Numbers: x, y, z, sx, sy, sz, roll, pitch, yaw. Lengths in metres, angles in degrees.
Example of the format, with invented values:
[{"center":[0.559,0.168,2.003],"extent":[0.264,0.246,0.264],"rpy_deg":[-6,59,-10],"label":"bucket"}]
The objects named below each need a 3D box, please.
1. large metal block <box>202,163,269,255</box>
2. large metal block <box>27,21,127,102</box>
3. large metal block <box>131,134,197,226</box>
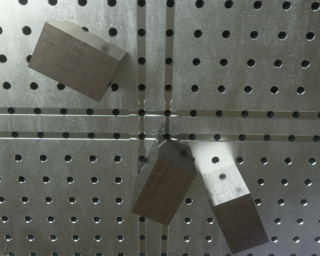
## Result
[{"center":[0.101,0.108,0.425],"extent":[0.050,0.080,0.080],"rpy_deg":[-23,109,8],"label":"large metal block"},{"center":[-0.088,-0.079,0.354],"extent":[0.080,0.080,0.050],"rpy_deg":[27,108,-10],"label":"large metal block"},{"center":[0.004,0.065,0.408],"extent":[0.050,0.080,0.079],"rpy_deg":[23,108,-9],"label":"large metal block"}]
